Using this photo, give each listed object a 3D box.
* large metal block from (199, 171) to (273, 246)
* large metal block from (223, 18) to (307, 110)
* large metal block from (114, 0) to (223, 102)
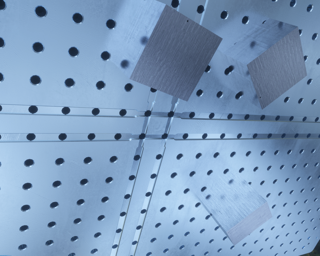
[{"bbox_3d":[0.128,0.135,0.528,0.080,0.080,0.050,-35,129,-5],"label":"large metal block"},{"bbox_3d":[0.143,-0.086,0.419,0.080,0.050,0.080,-37,129,-4],"label":"large metal block"},{"bbox_3d":[0.008,-0.086,0.346,0.080,0.050,0.080,17,109,-35],"label":"large metal block"}]
